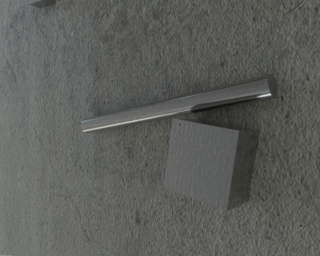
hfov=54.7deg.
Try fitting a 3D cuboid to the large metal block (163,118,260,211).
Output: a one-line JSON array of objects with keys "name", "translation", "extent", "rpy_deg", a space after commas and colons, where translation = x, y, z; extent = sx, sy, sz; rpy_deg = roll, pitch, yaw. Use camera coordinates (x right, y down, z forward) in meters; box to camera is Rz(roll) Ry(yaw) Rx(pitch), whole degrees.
[{"name": "large metal block", "translation": [0.056, 0.035, 0.342], "extent": [0.080, 0.050, 0.079], "rpy_deg": [12, 98, 39]}]

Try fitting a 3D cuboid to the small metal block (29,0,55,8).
[{"name": "small metal block", "translation": [-0.223, -0.259, 0.585], "extent": [0.050, 0.025, 0.050], "rpy_deg": [6, 94, 39]}]

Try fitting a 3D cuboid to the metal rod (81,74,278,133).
[{"name": "metal rod", "translation": [-0.002, -0.023, 0.404], "extent": [0.300, 0.025, 0.025], "rpy_deg": [-9, 84, 39]}]
